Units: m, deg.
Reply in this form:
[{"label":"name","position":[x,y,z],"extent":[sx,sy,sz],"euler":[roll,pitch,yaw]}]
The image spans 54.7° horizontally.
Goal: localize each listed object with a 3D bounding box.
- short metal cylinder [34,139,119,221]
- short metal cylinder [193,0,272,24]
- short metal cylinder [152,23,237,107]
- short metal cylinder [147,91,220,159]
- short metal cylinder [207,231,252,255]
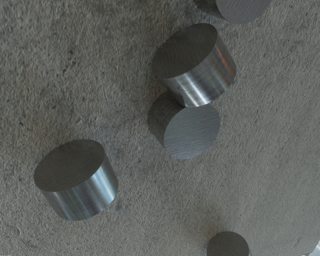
[{"label":"short metal cylinder","position":[-0.094,0.058,0.356],"extent":[0.080,0.080,0.050],"euler":[-26,128,-13]},{"label":"short metal cylinder","position":[0.080,-0.159,0.335],"extent":[0.081,0.050,0.079],"euler":[-14,124,-21]},{"label":"short metal cylinder","position":[0.038,-0.070,0.348],"extent":[0.080,0.080,0.050],"euler":[-43,130,1]},{"label":"short metal cylinder","position":[0.030,-0.006,0.403],"extent":[0.081,0.050,0.079],"euler":[-14,124,-21]},{"label":"short metal cylinder","position":[0.136,0.250,0.600],"extent":[0.080,0.080,0.050],"euler":[-33,129,-7]}]
